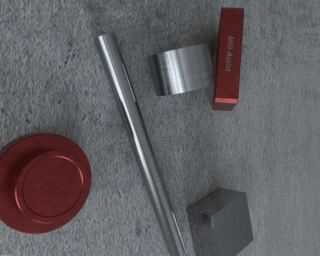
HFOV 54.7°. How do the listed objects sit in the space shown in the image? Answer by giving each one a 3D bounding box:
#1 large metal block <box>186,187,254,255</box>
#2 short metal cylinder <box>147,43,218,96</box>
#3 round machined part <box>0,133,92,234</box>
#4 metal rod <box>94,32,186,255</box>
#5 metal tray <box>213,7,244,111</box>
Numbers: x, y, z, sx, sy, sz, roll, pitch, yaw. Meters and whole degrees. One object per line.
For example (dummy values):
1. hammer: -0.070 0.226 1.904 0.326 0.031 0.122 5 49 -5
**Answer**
1. large metal block: 0.092 0.146 0.469 0.081 0.050 0.079 -20 103 -39
2. short metal cylinder: 0.029 -0.074 0.395 0.081 0.080 0.050 -21 104 -38
3. round machined part: -0.111 0.054 0.302 0.099 0.042 0.097 0 90 -40
4. metal rod: -0.020 0.032 0.390 0.025 0.025 0.298 -29 108 -37
5. metal tray: 0.097 -0.094 0.451 0.090 0.030 0.129 31 64 -81
